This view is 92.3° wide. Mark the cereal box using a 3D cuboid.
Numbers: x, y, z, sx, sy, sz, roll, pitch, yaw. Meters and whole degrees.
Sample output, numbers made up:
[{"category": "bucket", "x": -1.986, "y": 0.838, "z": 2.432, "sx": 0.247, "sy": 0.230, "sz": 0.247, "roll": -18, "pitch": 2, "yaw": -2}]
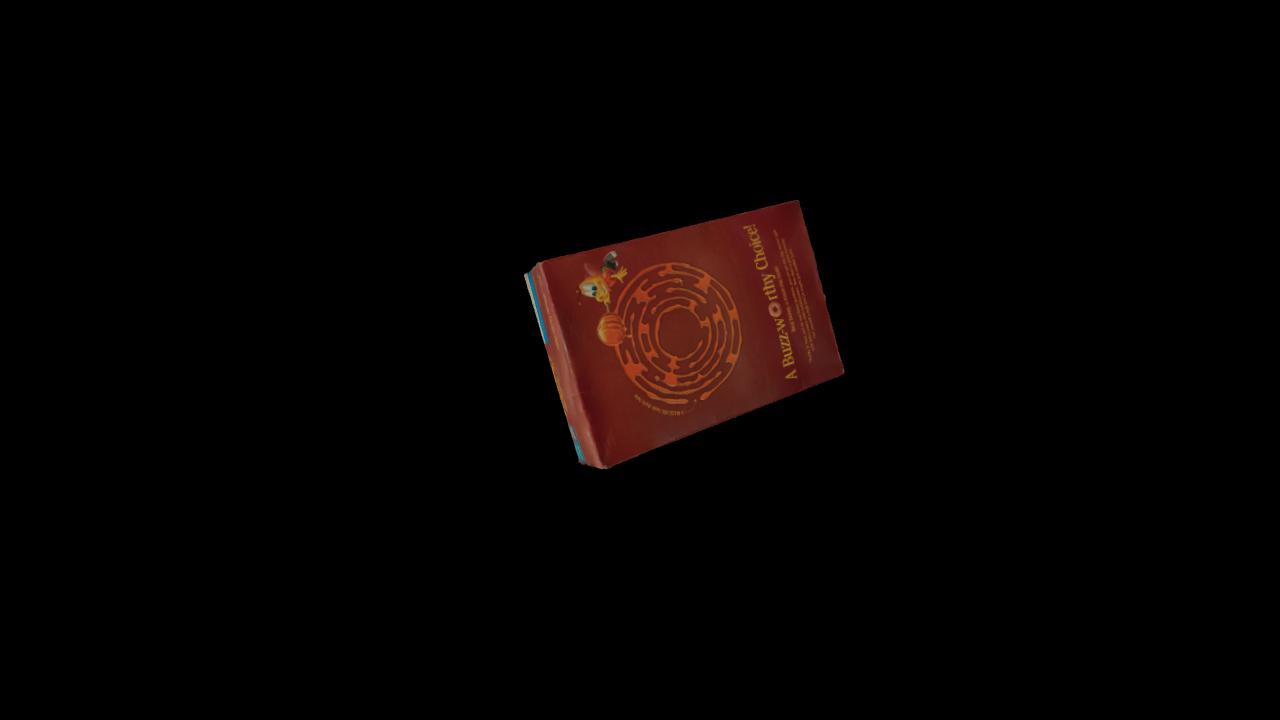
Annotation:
[{"category": "cereal box", "x": 0.054, "y": -0.035, "z": 0.645, "sx": 0.306, "sy": 0.203, "sz": 0.081, "roll": -19, "pitch": 5, "yaw": -21}]
